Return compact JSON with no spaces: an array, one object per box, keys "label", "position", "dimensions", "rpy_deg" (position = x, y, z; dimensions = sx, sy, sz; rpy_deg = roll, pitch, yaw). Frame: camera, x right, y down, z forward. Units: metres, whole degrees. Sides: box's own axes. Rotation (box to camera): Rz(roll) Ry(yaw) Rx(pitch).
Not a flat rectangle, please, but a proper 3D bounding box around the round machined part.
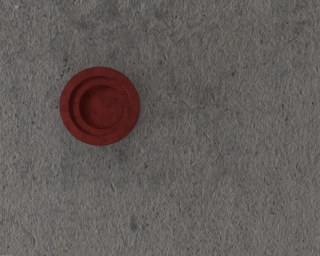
[{"label":"round machined part","position":[-0.074,-0.027,0.401],"dimensions":[0.099,0.042,0.097],"rpy_deg":[0,90,0]}]
